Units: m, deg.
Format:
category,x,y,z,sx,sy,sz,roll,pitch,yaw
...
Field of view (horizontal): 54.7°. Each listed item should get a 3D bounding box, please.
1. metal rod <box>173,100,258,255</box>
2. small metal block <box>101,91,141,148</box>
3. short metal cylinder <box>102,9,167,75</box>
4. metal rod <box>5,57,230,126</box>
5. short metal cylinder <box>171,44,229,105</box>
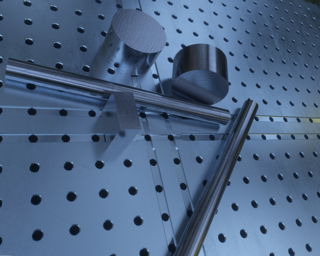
category,x,y,z,sx,sy,sz,roll,pitch,yaw
metal rod,0.083,0.060,0.416,0.025,0.025,0.301,37,51,-3
small metal block,-0.048,-0.009,0.372,0.025,0.050,0.050,0,62,-28
short metal cylinder,-0.038,-0.123,0.447,0.081,0.050,0.080,14,56,-21
metal rod,-0.038,-0.042,0.413,0.302,0.025,0.025,11,57,-22
short metal cylinder,0.058,-0.075,0.450,0.081,0.080,0.050,17,55,-19
